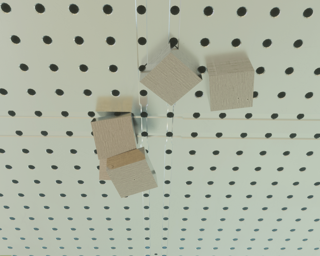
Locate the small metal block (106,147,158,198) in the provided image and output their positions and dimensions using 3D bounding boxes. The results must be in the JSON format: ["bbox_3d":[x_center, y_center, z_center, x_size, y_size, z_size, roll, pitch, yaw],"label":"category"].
[{"bbox_3d":[-0.035,0.057,0.397,0.050,0.025,0.050,-18,124,4],"label":"small metal block"}]

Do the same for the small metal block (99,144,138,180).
[{"bbox_3d":[-0.057,0.046,0.433,0.050,0.025,0.050,2,91,-2],"label":"small metal block"}]

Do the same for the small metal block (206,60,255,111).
[{"bbox_3d":[0.083,-0.050,0.370,0.050,0.025,0.050,-6,130,5],"label":"small metal block"}]

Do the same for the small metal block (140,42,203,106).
[{"bbox_3d":[0.012,-0.061,0.359,0.050,0.025,0.050,35,122,-26],"label":"small metal block"}]

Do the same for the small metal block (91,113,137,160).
[{"bbox_3d":[-0.058,0.010,0.403,0.050,0.025,0.050,-9,103,-2],"label":"small metal block"}]
